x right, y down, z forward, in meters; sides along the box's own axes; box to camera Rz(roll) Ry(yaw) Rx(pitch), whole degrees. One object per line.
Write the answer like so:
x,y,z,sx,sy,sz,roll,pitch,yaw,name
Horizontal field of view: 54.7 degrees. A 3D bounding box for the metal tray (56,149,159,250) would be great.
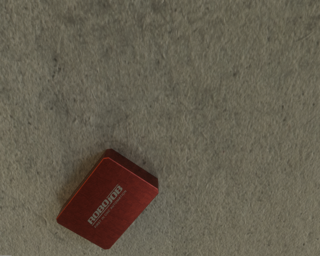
-0.074,0.104,0.445,0.090,0.030,0.130,35,106,-13,metal tray
